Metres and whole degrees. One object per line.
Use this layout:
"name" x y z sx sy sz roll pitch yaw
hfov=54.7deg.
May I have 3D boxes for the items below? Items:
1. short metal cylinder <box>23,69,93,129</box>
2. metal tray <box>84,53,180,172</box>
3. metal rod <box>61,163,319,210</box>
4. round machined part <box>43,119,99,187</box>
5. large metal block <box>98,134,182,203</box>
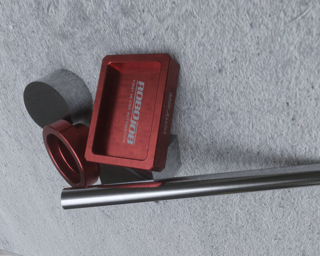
"short metal cylinder" -0.144 -0.038 0.442 0.080 0.050 0.079 13 124 20
"metal tray" -0.032 -0.019 0.359 0.090 0.030 0.129 5 81 25
"metal rod" 0.039 0.066 0.351 0.302 0.025 0.025 -6 118 3
"round machined part" -0.112 0.032 0.417 0.098 0.042 0.097 30 136 34
"large metal block" -0.025 0.047 0.413 0.080 0.080 0.050 5 121 25
